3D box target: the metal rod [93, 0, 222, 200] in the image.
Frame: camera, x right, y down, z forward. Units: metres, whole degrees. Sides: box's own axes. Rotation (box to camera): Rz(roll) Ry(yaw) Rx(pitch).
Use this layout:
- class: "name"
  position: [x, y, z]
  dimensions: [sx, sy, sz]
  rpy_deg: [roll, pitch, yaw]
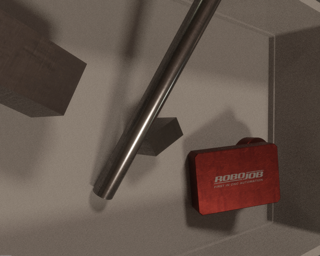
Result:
- class: "metal rod"
  position: [0.006, -0.054, 0.336]
  dimensions: [0.025, 0.025, 0.299]
  rpy_deg: [23, 100, -38]

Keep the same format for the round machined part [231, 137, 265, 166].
- class: "round machined part"
  position: [0.146, 0.064, 0.521]
  dimensions: [0.099, 0.042, 0.097]
  rpy_deg: [0, 90, -40]

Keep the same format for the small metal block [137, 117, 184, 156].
- class: "small metal block"
  position: [-0.009, 0.010, 0.385]
  dimensions: [0.050, 0.050, 0.025]
  rpy_deg: [-36, 113, -34]

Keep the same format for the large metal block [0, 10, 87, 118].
- class: "large metal block"
  position: [-0.125, -0.049, 0.267]
  dimensions: [0.080, 0.080, 0.050]
  rpy_deg: [31, 71, -36]

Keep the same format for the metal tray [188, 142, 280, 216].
- class: "metal tray"
  position: [0.112, 0.073, 0.463]
  dimensions: [0.131, 0.030, 0.089]
  rpy_deg: [-6, 95, -13]
